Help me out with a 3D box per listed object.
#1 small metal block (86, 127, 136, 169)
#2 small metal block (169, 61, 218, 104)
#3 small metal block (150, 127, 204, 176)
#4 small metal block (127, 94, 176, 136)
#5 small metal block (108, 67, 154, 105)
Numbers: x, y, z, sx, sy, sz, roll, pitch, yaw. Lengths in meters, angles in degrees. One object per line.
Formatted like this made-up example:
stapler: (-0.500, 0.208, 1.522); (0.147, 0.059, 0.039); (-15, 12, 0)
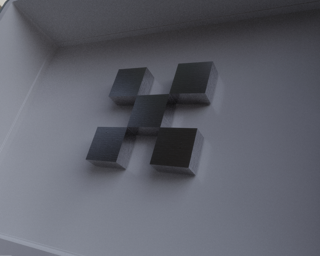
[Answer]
small metal block: (-0.066, 0.026, 0.422); (0.050, 0.025, 0.050); (1, 62, 28)
small metal block: (0.046, -0.060, 0.416); (0.050, 0.025, 0.050); (3, 63, 29)
small metal block: (0.021, 0.027, 0.375); (0.050, 0.025, 0.050); (2, 62, 29)
small metal block: (-0.011, -0.017, 0.419); (0.050, 0.025, 0.050); (1, 62, 28)
small metal block: (-0.042, -0.062, 0.464); (0.050, 0.025, 0.050); (2, 62, 29)
